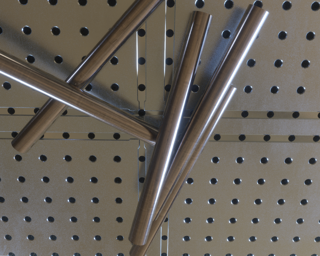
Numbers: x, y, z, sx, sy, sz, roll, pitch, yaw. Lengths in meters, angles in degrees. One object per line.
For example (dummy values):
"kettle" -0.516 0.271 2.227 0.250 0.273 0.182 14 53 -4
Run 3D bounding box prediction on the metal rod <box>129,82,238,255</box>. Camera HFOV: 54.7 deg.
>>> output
"metal rod" 0.025 0.072 0.440 0.025 0.025 0.298 23 108 -9

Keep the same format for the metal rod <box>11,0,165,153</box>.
"metal rod" -0.085 -0.076 0.384 0.025 0.025 0.299 42 104 -14

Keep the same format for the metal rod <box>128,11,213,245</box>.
"metal rod" 0.010 0.007 0.389 0.025 0.025 0.298 15 99 -6

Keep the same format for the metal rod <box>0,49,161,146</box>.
"metal rod" -0.108 -0.039 0.370 0.301 0.025 0.025 27 108 -21

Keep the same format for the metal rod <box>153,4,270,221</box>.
"metal rod" 0.048 -0.005 0.390 0.025 0.025 0.298 23 108 -9
